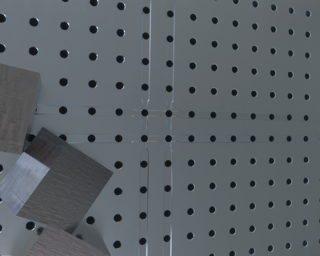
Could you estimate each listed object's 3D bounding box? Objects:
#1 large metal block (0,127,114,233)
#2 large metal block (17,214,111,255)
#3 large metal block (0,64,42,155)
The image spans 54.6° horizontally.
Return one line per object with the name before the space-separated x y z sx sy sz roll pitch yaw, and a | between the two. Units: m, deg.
large metal block | -0.111 0.058 0.339 0.080 0.050 0.080 -57 142 -11
large metal block | -0.117 0.155 0.356 0.080 0.050 0.080 36 78 -17
large metal block | -0.160 -0.019 0.324 0.050 0.080 0.080 12 86 -19
